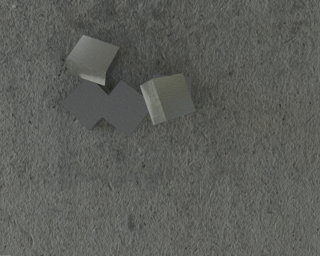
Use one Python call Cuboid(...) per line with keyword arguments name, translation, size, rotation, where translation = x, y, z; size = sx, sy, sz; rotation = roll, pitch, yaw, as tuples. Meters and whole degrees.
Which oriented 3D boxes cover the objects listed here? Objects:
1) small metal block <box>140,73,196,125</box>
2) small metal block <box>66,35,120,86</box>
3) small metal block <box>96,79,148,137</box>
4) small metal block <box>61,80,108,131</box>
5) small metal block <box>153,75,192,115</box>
Cuboid(name="small metal block", translation=(0.010, -0.035, 0.374), size=(0.050, 0.025, 0.050), rotation=(-19, 90, -40))
Cuboid(name="small metal block", translation=(-0.085, -0.088, 0.398), size=(0.050, 0.025, 0.050), rotation=(19, 53, -1))
Cuboid(name="small metal block", translation=(-0.042, -0.024, 0.384), size=(0.050, 0.025, 0.050), rotation=(38, 90, -1))
Cuboid(name="small metal block", translation=(-0.092, -0.032, 0.409), size=(0.050, 0.025, 0.050), rotation=(-45, 91, 0))
Cuboid(name="small metal block", translation=(0.015, -0.043, 0.411), size=(0.050, 0.025, 0.050), rotation=(2, 90, -1))
